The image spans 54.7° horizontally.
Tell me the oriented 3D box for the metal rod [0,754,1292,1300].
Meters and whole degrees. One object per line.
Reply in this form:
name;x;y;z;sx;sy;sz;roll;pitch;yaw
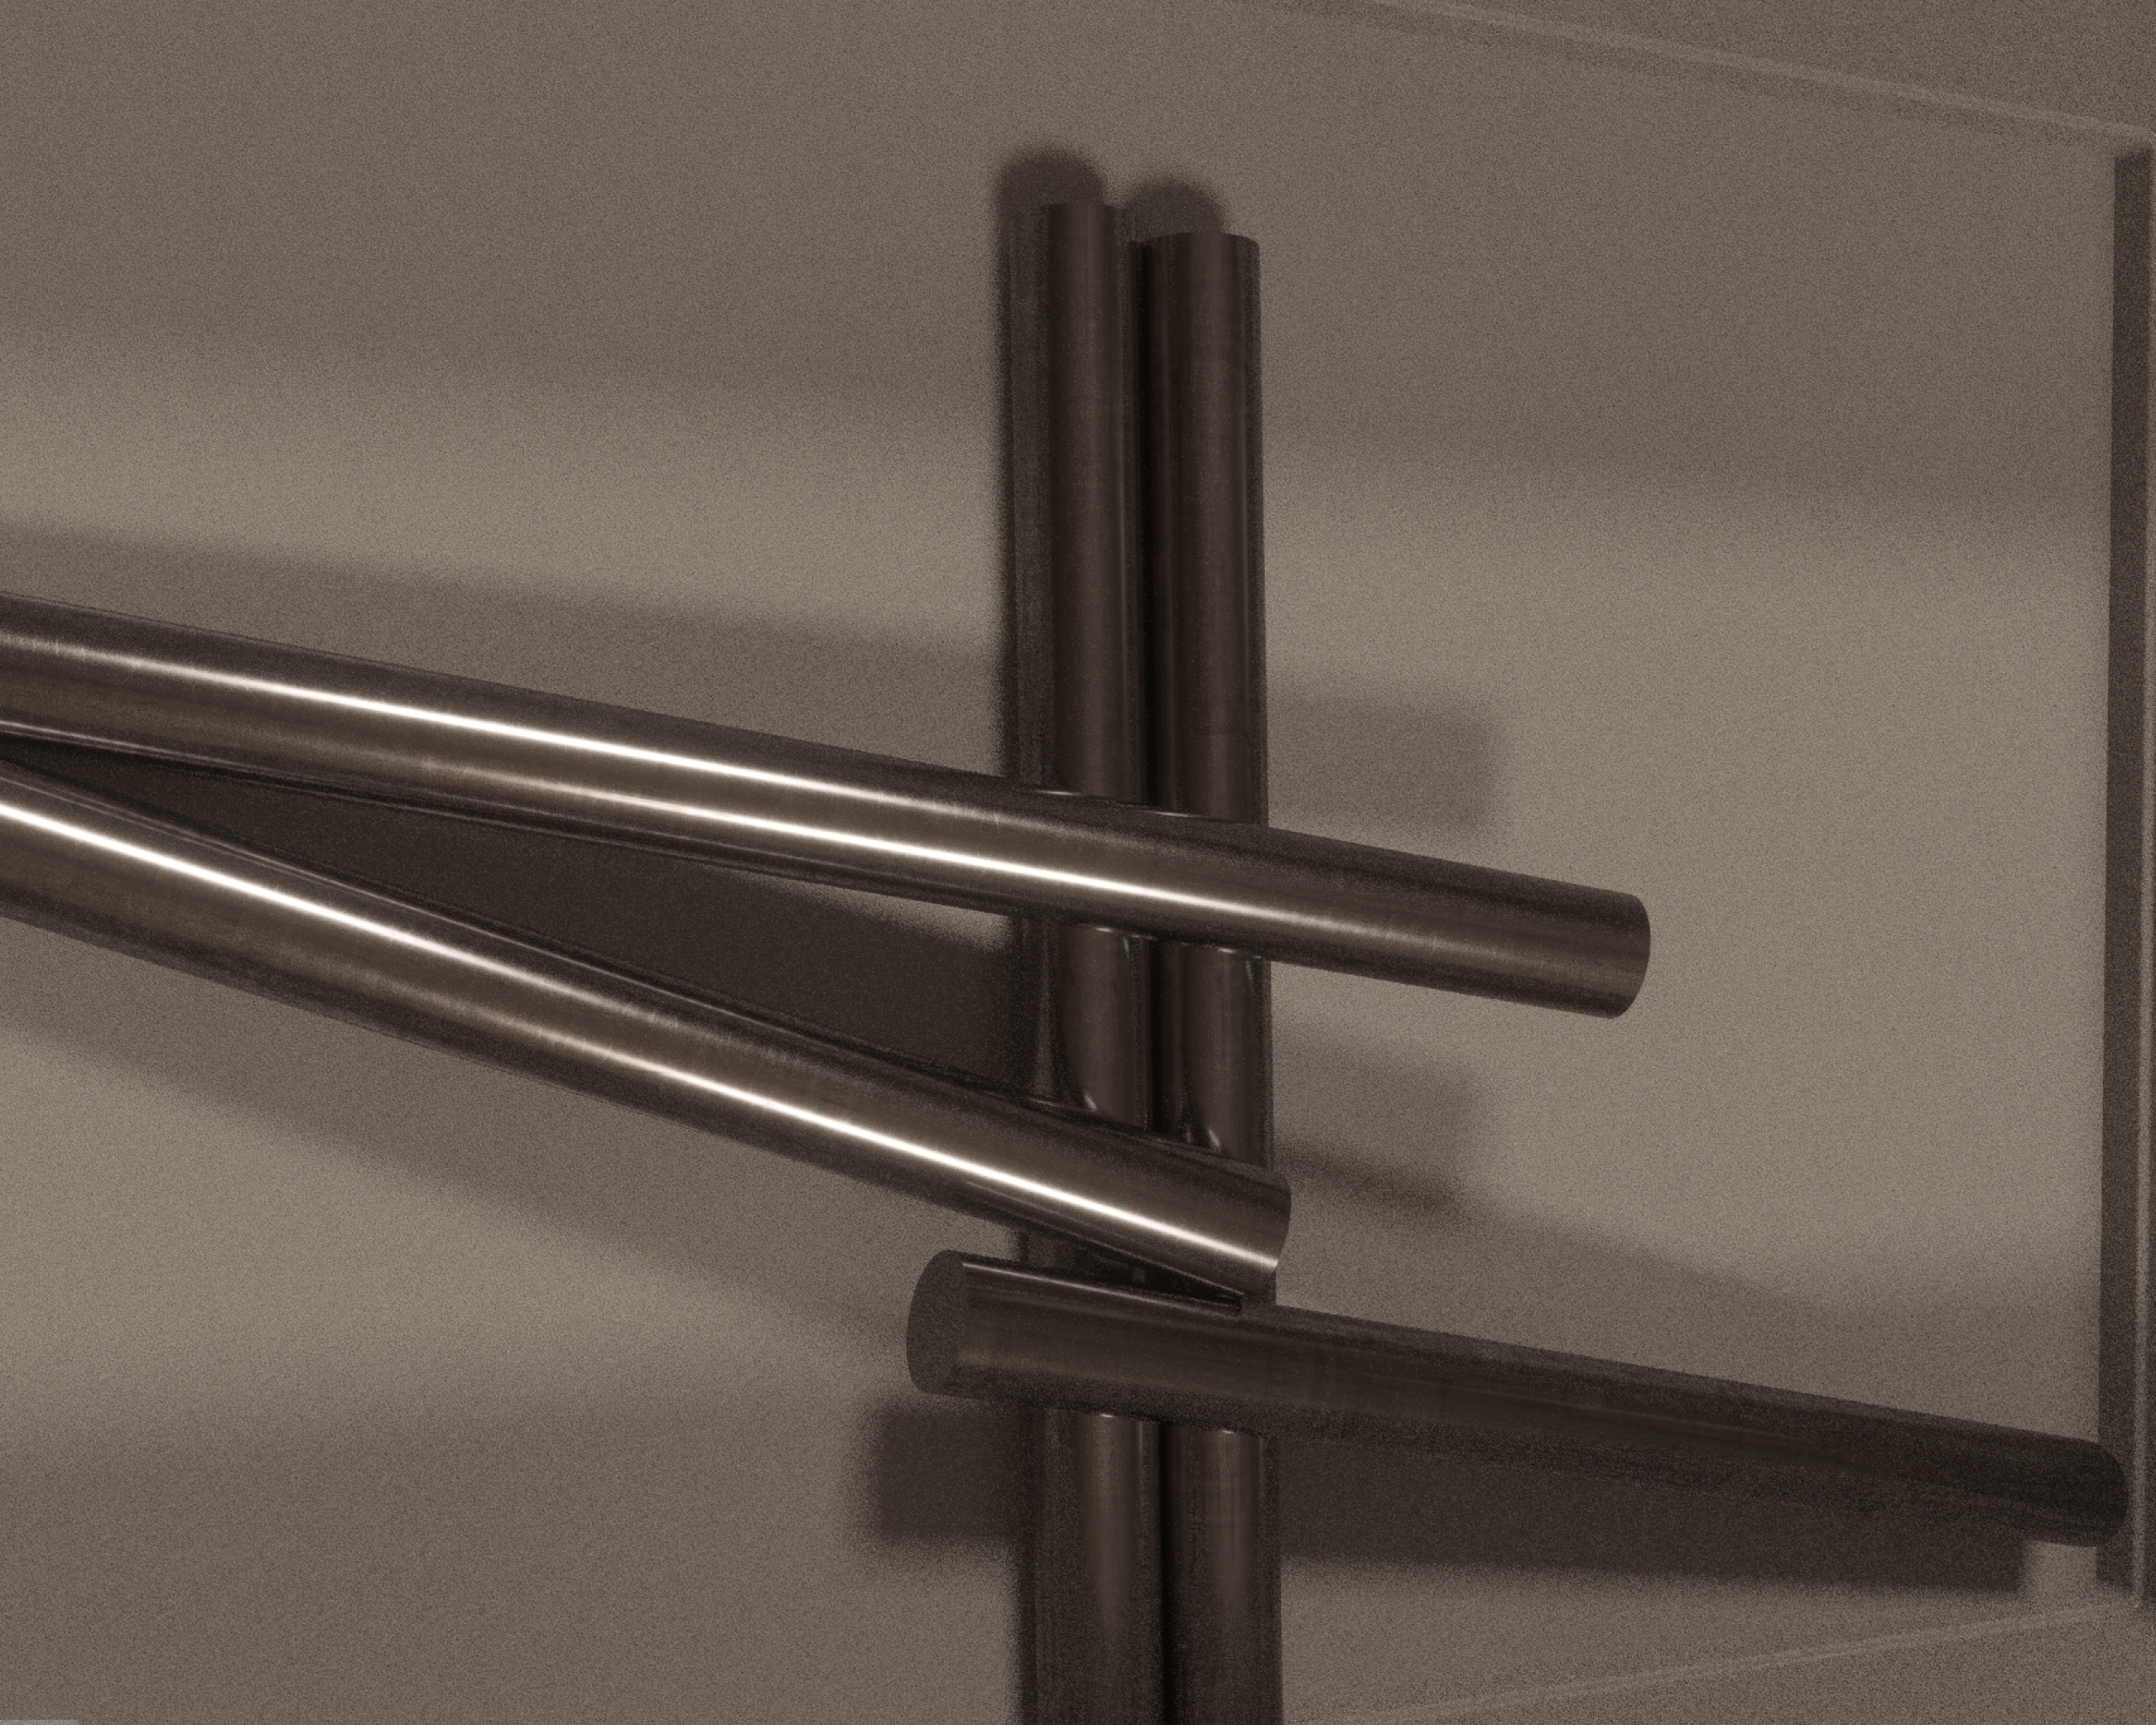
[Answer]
metal rod;-0.103;0.021;0.358;0.302;0.025;0.025;20;83;-14

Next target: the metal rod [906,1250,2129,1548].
metal rod;0.107;0.115;0.432;0.302;0.025;0.025;15;85;-25

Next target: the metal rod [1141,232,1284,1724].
metal rod;0.026;0.026;0.418;0.025;0.025;0.298;-1;91;-20

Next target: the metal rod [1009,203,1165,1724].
metal rod;0.002;0.024;0.409;0.025;0.025;0.298;-1;91;-20

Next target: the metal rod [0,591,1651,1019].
metal rod;-0.039;-0.007;0.375;0.302;0.025;0.025;10;87;-13
